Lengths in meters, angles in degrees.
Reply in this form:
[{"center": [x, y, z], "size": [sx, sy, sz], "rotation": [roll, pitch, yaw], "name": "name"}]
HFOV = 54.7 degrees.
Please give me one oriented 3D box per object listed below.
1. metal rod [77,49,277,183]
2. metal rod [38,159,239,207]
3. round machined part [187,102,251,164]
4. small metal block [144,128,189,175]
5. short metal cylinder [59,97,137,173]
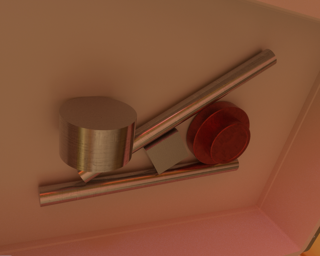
[{"center": [0.027, -0.020, 0.411], "size": [0.301, 0.025, 0.025], "rotation": [-32, 129, -8], "name": "metal rod"}, {"center": [-0.013, 0.071, 0.446], "size": [0.303, 0.025, 0.025], "rotation": [-5, 121, -26], "name": "metal rod"}, {"center": [0.093, 0.014, 0.455], "size": [0.099, 0.042, 0.097], "rotation": [-14, 125, -21], "name": "round machined part"}, {"center": [0.006, 0.029, 0.429], "size": [0.050, 0.025, 0.050], "rotation": [-31, 129, -8], "name": "small metal block"}, {"center": [-0.068, 0.005, 0.339], "size": [0.081, 0.080, 0.050], "rotation": [-5, 121, -26], "name": "short metal cylinder"}]
